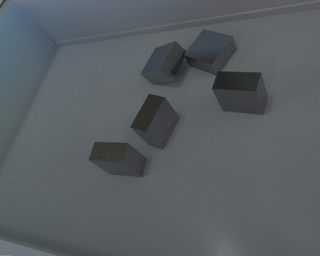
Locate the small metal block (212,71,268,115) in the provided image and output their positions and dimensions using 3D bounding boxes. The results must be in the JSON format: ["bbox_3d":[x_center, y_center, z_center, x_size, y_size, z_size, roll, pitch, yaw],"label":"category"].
[{"bbox_3d":[0.095,-0.041,0.364,0.050,0.050,0.025,8,66,31],"label":"small metal block"}]

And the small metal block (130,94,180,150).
[{"bbox_3d":[-0.005,-0.007,0.396,0.025,0.050,0.050,16,70,34],"label":"small metal block"}]

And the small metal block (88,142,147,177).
[{"bbox_3d":[-0.052,0.040,0.391,0.050,0.050,0.025,0,62,28],"label":"small metal block"}]

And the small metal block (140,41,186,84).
[{"bbox_3d":[0.005,-0.093,0.448,0.050,0.025,0.050,2,60,55],"label":"small metal block"}]

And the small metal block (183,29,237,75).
[{"bbox_3d":[0.070,-0.107,0.433,0.050,0.025,0.050,29,77,37],"label":"small metal block"}]
